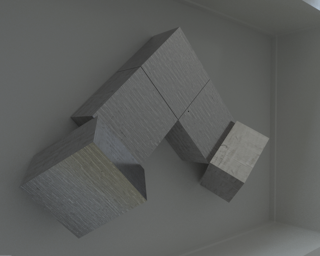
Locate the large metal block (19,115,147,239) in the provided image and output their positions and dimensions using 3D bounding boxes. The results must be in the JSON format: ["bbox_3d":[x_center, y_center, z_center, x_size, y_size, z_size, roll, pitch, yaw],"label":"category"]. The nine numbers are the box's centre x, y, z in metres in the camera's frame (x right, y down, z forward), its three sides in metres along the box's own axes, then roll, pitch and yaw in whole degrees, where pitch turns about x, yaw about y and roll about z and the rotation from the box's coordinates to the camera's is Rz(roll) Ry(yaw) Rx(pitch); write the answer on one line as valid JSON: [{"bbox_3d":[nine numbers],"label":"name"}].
[{"bbox_3d":[-0.070,0.048,0.301,0.080,0.050,0.080,-31,117,10],"label":"large metal block"}]

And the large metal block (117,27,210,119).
[{"bbox_3d":[0.007,-0.067,0.393,0.080,0.050,0.080,-51,120,-27],"label":"large metal block"}]

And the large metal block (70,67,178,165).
[{"bbox_3d":[-0.038,-0.011,0.356,0.080,0.050,0.080,-51,120,-27],"label":"large metal block"}]

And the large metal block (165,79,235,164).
[{"bbox_3d":[0.050,-0.009,0.429,0.080,0.050,0.080,-51,120,-27],"label":"large metal block"}]

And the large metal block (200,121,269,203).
[{"bbox_3d":[0.106,0.050,0.449,0.080,0.050,0.080,-51,164,-27],"label":"large metal block"}]
